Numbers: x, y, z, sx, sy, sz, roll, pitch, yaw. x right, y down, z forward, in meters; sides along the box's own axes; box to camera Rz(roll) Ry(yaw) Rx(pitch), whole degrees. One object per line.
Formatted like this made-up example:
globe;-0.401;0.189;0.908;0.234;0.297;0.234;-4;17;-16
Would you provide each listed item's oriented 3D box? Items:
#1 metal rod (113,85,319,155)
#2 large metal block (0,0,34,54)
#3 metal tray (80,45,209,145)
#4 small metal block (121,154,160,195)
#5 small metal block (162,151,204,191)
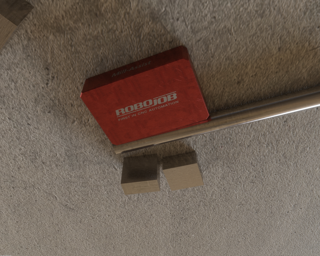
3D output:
metal rod;0.083;-0.011;0.398;0.301;0.025;0.025;-14;129;11
large metal block;-0.185;-0.107;0.297;0.080;0.050;0.080;37;121;-27
metal tray;-0.016;-0.035;0.374;0.130;0.030;0.090;-17;129;13
small metal block;-0.027;0.066;0.447;0.050;0.050;0.025;-7;130;6
small metal block;0.035;0.065;0.463;0.050;0.025;0.050;-13;129;10
